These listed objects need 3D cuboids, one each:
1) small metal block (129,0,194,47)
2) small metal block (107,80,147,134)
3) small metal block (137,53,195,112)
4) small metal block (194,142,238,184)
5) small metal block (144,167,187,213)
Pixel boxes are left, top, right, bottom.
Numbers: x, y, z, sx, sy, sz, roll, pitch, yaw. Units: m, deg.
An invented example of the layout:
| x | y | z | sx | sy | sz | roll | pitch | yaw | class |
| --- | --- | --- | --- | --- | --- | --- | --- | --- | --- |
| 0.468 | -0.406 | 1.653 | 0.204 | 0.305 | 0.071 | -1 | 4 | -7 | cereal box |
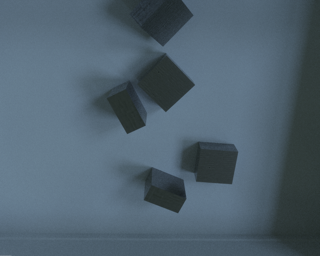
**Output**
| x | y | z | sx | sy | sz | roll | pitch | yaw | class |
| --- | --- | --- | --- | --- | --- | --- | --- | --- | --- |
| 0.003 | -0.128 | 0.349 | 0.050 | 0.050 | 0.025 | -43 | 62 | 14 | small metal block |
| -0.039 | -0.027 | 0.387 | 0.025 | 0.050 | 0.050 | -25 | 109 | 8 | small metal block |
| 0.008 | -0.057 | 0.390 | 0.050 | 0.025 | 0.050 | -43 | 105 | 14 | small metal block |
| 0.077 | 0.048 | 0.430 | 0.050 | 0.025 | 0.050 | 5 | 110 | -2 | small metal block |
| 0.007 | 0.085 | 0.430 | 0.050 | 0.050 | 0.025 | 23 | 108 | -9 | small metal block |
